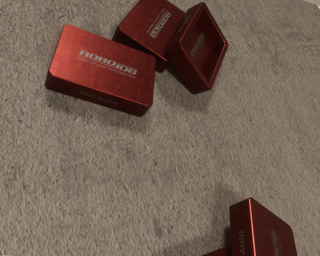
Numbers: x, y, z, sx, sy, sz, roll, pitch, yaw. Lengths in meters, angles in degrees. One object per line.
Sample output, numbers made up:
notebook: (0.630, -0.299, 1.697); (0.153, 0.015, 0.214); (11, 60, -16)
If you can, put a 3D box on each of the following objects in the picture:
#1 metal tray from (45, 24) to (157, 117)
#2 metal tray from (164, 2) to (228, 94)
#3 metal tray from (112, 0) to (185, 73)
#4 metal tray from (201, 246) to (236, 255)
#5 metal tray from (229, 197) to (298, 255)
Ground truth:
metal tray: (-0.072, -0.075, 0.408); (0.131, 0.030, 0.090); (17, 55, -19)
metal tray: (0.062, -0.128, 0.490); (0.090, 0.030, 0.130); (51, 46, -28)
metal tray: (-0.007, -0.157, 0.494); (0.090, 0.030, 0.130); (32, 51, -8)
metal tray: (0.060, 0.198, 0.313); (0.091, 0.030, 0.130); (-6, 65, -31)
metal tray: (0.120, 0.155, 0.343); (0.090, 0.030, 0.130); (37, 38, -24)
